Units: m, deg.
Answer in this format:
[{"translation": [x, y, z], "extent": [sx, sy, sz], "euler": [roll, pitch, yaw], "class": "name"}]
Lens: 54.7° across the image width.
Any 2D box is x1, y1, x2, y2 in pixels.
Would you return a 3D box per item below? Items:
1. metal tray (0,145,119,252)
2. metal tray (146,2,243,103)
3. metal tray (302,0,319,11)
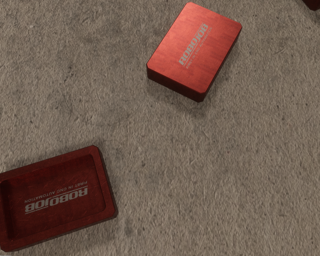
[{"translation": [-0.125, 0.083, 0.373], "extent": [0.131, 0.030, 0.090], "euler": [-17, 71, -7], "class": "metal tray"}, {"translation": [0.050, -0.111, 0.447], "extent": [0.090, 0.030, 0.130], "euler": [28, 72, 9], "class": "metal tray"}, {"translation": [0.251, -0.262, 0.504], "extent": [0.090, 0.030, 0.130], "euler": [-27, 73, -10], "class": "metal tray"}]
